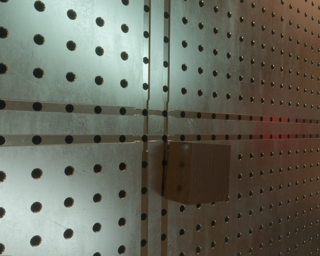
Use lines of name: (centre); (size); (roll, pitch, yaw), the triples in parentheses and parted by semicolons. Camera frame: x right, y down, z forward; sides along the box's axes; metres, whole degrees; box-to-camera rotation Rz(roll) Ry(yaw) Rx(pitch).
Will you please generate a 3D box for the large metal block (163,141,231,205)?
large metal block: (0.054, 0.062, 0.441); (0.081, 0.050, 0.080); (6, 86, -40)
